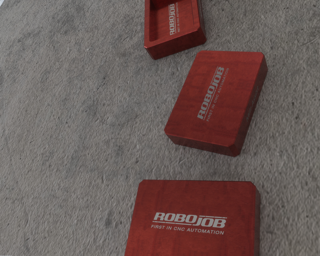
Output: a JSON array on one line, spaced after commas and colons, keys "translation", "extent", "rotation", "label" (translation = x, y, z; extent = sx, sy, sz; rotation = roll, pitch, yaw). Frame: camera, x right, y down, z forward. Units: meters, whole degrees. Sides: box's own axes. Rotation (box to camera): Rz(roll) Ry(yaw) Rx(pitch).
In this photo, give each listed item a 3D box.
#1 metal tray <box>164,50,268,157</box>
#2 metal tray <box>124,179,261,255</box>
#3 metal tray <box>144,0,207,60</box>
[{"translation": [0.071, -0.036, 0.385], "extent": [0.090, 0.030, 0.130], "rotation": [11, 67, 32], "label": "metal tray"}, {"translation": [0.034, 0.102, 0.321], "extent": [0.130, 0.030, 0.090], "rotation": [-4, 60, 26], "label": "metal tray"}, {"translation": [0.022, -0.178, 0.498], "extent": [0.090, 0.030, 0.130], "rotation": [-14, 56, 20], "label": "metal tray"}]
